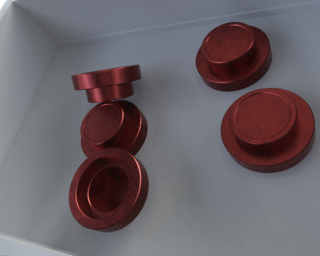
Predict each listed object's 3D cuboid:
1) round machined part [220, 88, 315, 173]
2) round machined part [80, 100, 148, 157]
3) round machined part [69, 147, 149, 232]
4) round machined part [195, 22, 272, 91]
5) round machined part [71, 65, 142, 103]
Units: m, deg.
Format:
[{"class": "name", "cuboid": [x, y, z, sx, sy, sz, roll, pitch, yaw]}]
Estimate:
[{"class": "round machined part", "cuboid": [0.114, -0.004, 0.337, 0.098, 0.042, 0.098, -13, 56, 21]}, {"class": "round machined part", "cuboid": [-0.070, 0.001, 0.431, 0.098, 0.042, 0.098, -13, 56, 21]}, {"class": "round machined part", "cuboid": [-0.057, 0.076, 0.376, 0.098, 0.042, 0.098, -12, 60, 21]}, {"class": "round machined part", "cuboid": [0.093, -0.100, 0.407, 0.098, 0.042, 0.098, -13, 56, 21]}, {"class": "round machined part", "cuboid": [-0.075, -0.064, 0.451, 0.098, 0.099, 0.042, -3, 104, 27]}]
